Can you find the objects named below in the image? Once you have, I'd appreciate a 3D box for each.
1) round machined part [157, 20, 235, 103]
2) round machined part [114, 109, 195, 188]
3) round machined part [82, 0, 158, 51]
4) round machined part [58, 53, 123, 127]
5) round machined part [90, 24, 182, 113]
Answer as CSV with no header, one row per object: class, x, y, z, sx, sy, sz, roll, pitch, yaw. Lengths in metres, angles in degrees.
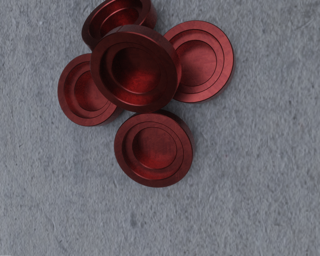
round machined part,0.044,-0.078,0.384,0.098,0.042,0.097,0,90,19
round machined part,-0.004,0.022,0.391,0.098,0.042,0.097,4,109,13
round machined part,-0.048,-0.128,0.401,0.098,0.042,0.098,-13,54,19
round machined part,-0.088,-0.051,0.430,0.098,0.042,0.097,0,90,19
round machined part,-0.024,-0.068,0.347,0.098,0.042,0.097,9,130,11
